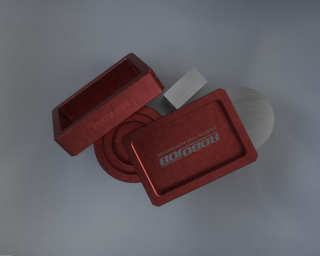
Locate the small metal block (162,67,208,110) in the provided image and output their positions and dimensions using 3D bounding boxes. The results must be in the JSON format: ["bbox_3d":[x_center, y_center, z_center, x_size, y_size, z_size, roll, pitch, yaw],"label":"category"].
[{"bbox_3d":[0.030,-0.048,0.397,0.050,0.050,0.025,-43,90,-2],"label":"small metal block"}]

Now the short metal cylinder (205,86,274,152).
[{"bbox_3d":[0.098,-0.011,0.398,0.081,0.050,0.079,0,90,-1],"label":"short metal cylinder"}]

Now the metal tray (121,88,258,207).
[{"bbox_3d":[0.033,0.022,0.360,0.130,0.030,0.090,-26,90,4],"label":"metal tray"}]

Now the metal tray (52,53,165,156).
[{"bbox_3d":[-0.067,-0.033,0.375,0.130,0.090,0.030,-36,122,-1],"label":"metal tray"}]

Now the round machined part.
[{"bbox_3d":[-0.032,0.019,0.402,0.099,0.042,0.097,0,90,-1],"label":"round machined part"}]
